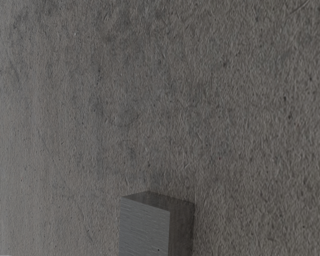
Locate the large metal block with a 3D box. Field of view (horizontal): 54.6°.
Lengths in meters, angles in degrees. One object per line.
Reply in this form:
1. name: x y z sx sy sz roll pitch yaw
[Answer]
1. large metal block: -0.005 0.131 0.394 0.080 0.050 0.080 5 93 40
